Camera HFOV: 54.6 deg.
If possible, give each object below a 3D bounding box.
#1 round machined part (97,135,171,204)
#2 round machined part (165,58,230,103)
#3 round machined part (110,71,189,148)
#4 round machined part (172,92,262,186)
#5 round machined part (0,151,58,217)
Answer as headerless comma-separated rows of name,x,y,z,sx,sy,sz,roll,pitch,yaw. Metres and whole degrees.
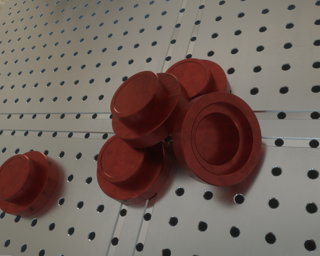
round machined part,-0.040,0.043,0.393,0.098,0.042,0.098,-13,56,21
round machined part,0.039,-0.053,0.410,0.098,0.042,0.098,-13,56,21
round machined part,-0.019,-0.028,0.366,0.098,0.042,0.098,-22,45,24
round machined part,0.058,0.012,0.337,0.098,0.098,0.042,-61,18,-15
round machined part,-0.205,0.078,0.459,0.098,0.042,0.098,-13,56,21
